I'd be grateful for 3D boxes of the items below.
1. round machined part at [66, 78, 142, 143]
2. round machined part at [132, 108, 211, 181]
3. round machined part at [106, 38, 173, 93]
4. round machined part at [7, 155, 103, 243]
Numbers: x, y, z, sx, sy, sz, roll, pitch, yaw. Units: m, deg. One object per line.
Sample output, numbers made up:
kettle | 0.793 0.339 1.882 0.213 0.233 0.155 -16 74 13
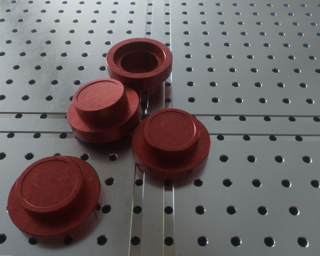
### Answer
round machined part | -0.076 -0.029 0.409 0.099 0.042 0.098 -6 44 6
round machined part | 0.014 0.014 0.385 0.099 0.042 0.098 0 50 0
round machined part | -0.031 -0.092 0.474 0.099 0.042 0.098 0 50 0
round machined part | -0.115 0.069 0.337 0.099 0.042 0.098 0 50 0
